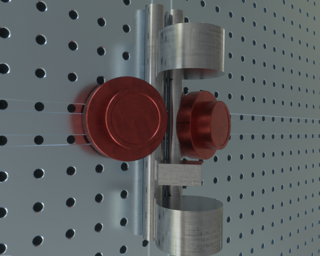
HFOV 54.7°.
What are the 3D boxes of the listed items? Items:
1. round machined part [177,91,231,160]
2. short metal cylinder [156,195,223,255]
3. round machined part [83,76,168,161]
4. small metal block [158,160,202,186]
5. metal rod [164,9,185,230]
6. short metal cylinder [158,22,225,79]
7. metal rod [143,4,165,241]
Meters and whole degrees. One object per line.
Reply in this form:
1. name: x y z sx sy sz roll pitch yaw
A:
1. round machined part: 0.068 -0.004 0.437 0.099 0.042 0.097 -1 91 -55
2. short metal cylinder: 0.035 0.115 0.375 0.081 0.080 0.050 1 90 -40
3. round machined part: -0.034 -0.010 0.353 0.099 0.042 0.097 0 90 -26
4. small metal block: 0.027 0.055 0.385 0.050 0.050 0.025 6 85 -82
5. metal rod: 0.019 -0.009 0.424 0.025 0.025 0.298 1 89 -40
6. short metal cylinder: 0.038 -0.090 0.376 0.081 0.080 0.050 1 90 -40
7. metal rod: -0.008 -0.008 0.401 0.025 0.025 0.298 1 89 -40
